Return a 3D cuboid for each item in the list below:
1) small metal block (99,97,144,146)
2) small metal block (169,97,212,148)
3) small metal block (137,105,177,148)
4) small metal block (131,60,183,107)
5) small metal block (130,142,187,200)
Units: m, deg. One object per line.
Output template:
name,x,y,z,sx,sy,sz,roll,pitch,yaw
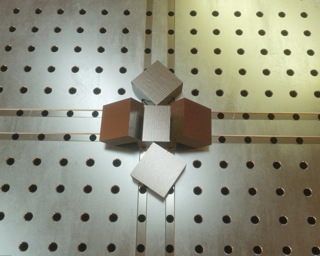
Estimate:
small metal block,-0.049,-0.007,0.401,0.050,0.025,0.050,-12,67,35
small metal block,0.040,-0.005,0.399,0.050,0.025,0.050,19,65,-37
small metal block,-0.003,-0.002,0.412,0.050,0.025,0.050,1,69,0
small metal block,-0.004,-0.058,0.433,0.050,0.025,0.050,-42,75,-14
small metal block,-0.002,0.054,0.391,0.050,0.025,0.050,32,74,12
